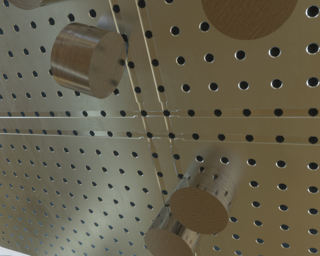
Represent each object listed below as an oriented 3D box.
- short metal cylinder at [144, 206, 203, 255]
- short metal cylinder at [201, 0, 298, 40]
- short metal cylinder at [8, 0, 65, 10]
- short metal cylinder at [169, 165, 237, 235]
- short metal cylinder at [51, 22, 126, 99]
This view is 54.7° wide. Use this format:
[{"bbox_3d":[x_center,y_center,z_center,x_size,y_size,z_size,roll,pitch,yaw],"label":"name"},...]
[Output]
[{"bbox_3d":[0.022,0.171,0.489,0.080,0.050,0.079,13,124,21],"label":"short metal cylinder"},{"bbox_3d":[0.083,-0.124,0.275,0.080,0.050,0.079,13,124,21],"label":"short metal cylinder"},{"bbox_3d":[-0.146,-0.183,0.359,0.080,0.050,0.079,13,124,21],"label":"short metal cylinder"},{"bbox_3d":[0.060,0.098,0.424,0.080,0.050,0.079,13,124,21],"label":"short metal cylinder"},{"bbox_3d":[-0.083,-0.080,0.370,0.050,0.080,0.079,19,126,17],"label":"short metal cylinder"}]
